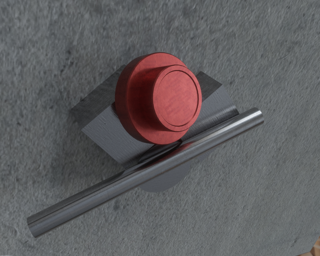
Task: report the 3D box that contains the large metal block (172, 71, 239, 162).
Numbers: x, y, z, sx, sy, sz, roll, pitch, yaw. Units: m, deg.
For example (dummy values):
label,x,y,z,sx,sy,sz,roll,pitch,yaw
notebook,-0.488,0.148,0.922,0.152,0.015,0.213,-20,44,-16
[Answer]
label,x,y,z,sx,sy,sz,roll,pitch,yaw
large metal block,0.055,-0.015,0.415,0.080,0.050,0.080,-41,130,0

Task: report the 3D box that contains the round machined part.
label,x,y,z,sx,sy,sz,roll,pitch,yaw
round machined part,0.006,-0.030,0.326,0.099,0.042,0.097,-3,94,-40

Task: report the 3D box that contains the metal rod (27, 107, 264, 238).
label,x,y,z,sx,sy,sz,roll,pitch,yaw
metal rod,-0.005,0.046,0.370,0.302,0.025,0.025,-25,128,-13

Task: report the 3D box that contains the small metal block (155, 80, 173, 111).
label,x,y,z,sx,sy,sz,roll,pitch,yaw
small metal block,0.011,-0.054,0.381,0.050,0.025,0.050,-40,130,-1

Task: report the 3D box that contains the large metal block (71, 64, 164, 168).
label,x,y,z,sx,sy,sz,roll,pitch,yaw
large metal block,-0.041,-0.012,0.362,0.080,0.050,0.080,-41,130,-1

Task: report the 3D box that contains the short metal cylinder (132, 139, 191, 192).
label,x,y,z,sx,sy,sz,roll,pitch,yaw
short metal cylinder,-0.005,0.039,0.414,0.081,0.050,0.079,-14,125,-21
